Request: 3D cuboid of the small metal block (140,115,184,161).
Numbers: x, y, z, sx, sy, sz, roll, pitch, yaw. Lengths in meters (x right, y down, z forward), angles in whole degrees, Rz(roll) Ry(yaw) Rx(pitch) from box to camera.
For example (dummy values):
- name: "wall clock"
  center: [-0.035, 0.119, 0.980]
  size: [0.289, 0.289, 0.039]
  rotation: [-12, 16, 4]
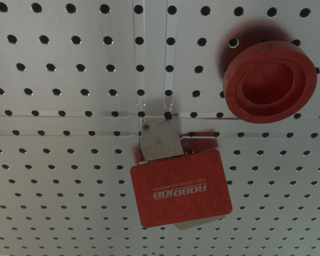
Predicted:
- name: "small metal block"
  center: [0.003, 0.013, 0.406]
  size: [0.050, 0.050, 0.025]
  rotation: [-11, 129, 9]

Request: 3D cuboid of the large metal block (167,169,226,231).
- name: "large metal block"
  center: [0.049, 0.112, 0.491]
  size: [0.080, 0.050, 0.080]
  rotation: [-23, 127, 18]

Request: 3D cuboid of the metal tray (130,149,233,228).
- name: "metal tray"
  center: [0.030, 0.086, 0.447]
  size: [0.131, 0.030, 0.090]
  rotation: [-13, 85, 10]

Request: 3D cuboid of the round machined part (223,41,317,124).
- name: "round machined part"
  center: [0.121, -0.055, 0.356]
  size: [0.099, 0.042, 0.097]
  rotation: [-1, 130, 0]
